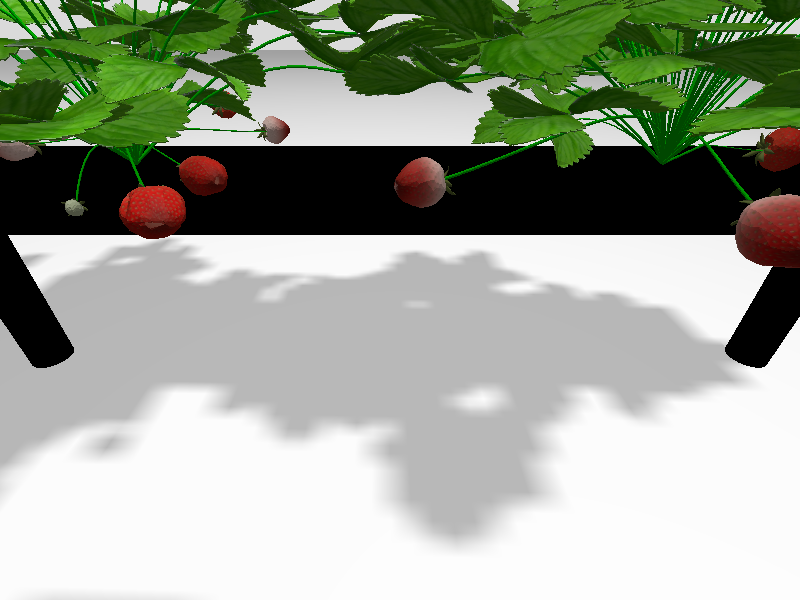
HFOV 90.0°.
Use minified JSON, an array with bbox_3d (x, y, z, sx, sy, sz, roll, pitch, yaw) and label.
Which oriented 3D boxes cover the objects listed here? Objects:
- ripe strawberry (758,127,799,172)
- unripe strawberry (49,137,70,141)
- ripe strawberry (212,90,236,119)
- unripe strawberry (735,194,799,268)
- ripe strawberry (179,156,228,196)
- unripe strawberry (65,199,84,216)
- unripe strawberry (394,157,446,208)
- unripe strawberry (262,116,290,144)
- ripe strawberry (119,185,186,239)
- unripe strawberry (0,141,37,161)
[{"bbox_3d":[0.311,-0.120,0.321,0.034,0.033,0.032,7,34,9],"label":"ripe strawberry"},{"bbox_3d":[-0.351,-0.173,0.406,0.026,0.022,0.026,8,32,35],"label":"unripe strawberry"},{"bbox_3d":[-0.232,-0.260,0.531,0.033,0.035,0.036,-1,33,-1],"label":"ripe strawberry"},{"bbox_3d":[0.175,-0.029,0.180,0.037,0.032,0.037,8,35,13],"label":"unripe strawberry"},{"bbox_3d":[-0.129,-0.083,0.267,0.030,0.025,0.030,26,41,32],"label":"ripe strawberry"},{"bbox_3d":[-0.197,-0.055,0.242,0.009,0.010,0.010,-8,35,-11],"label":"unripe strawberry"},{"bbox_3d":[0.012,-0.073,0.251,0.032,0.031,0.030,-15,36,-20],"label":"unripe strawberry"},{"bbox_3d":[-0.124,-0.172,0.405,0.027,0.026,0.025,-24,40,-32],"label":"unripe strawberry"},{"bbox_3d":[-0.127,-0.044,0.208,0.031,0.028,0.028,-20,39,-27],"label":"ripe strawberry"},{"bbox_3d":[-0.333,-0.135,0.343,0.033,0.029,0.033,3,34,5],"label":"unripe strawberry"}]
